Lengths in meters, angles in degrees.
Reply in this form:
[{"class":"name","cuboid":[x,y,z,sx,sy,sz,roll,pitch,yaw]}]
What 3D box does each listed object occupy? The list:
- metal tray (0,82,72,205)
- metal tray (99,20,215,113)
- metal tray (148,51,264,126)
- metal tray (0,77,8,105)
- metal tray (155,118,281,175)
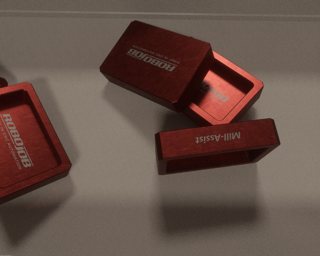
[{"class":"metal tray","cuboid":[-0.177,0.014,0.375,0.091,0.030,0.130,-23,76,-32]},{"class":"metal tray","cuboid":[-0.005,-0.085,0.411,0.130,0.030,0.090,27,79,28]},{"class":"metal tray","cuboid":[0.059,-0.058,0.419,0.130,0.030,0.090,39,74,20]},{"class":"metal tray","cuboid":[-0.244,-0.012,0.377,0.030,0.090,0.130,-19,65,37]},{"class":"metal tray","cuboid":[0.061,0.025,0.366,0.131,0.090,0.030,-7,71,-3]}]
